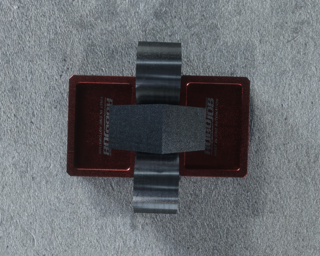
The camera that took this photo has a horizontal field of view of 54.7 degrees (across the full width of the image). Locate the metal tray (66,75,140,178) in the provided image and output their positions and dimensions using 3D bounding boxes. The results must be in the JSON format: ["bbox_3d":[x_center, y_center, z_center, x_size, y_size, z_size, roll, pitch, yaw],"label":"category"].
[{"bbox_3d":[-0.072,-0.002,0.408,0.091,0.030,0.129,2,90,0],"label":"metal tray"}]

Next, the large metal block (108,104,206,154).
[{"bbox_3d":[-0.002,0.000,0.363,0.080,0.081,0.050,2,91,40],"label":"large metal block"}]

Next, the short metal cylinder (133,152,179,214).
[{"bbox_3d":[-0.004,0.065,0.383,0.050,0.080,0.079,2,90,0],"label":"short metal cylinder"}]

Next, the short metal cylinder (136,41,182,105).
[{"bbox_3d":[-0.001,-0.065,0.383,0.050,0.080,0.079,2,90,0],"label":"short metal cylinder"}]

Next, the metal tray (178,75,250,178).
[{"bbox_3d":[0.068,-0.002,0.409,0.091,0.030,0.129,2,90,0],"label":"metal tray"}]
